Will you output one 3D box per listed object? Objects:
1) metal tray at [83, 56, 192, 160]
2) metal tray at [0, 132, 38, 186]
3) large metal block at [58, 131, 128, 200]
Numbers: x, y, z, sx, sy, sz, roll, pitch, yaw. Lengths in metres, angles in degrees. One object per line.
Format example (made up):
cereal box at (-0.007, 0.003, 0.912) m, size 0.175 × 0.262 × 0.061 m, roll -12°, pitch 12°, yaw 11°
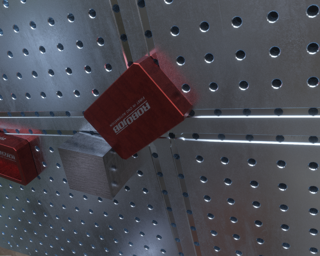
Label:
metal tray at (-0.034, -0.022, 0.412) m, size 0.090 × 0.030 × 0.130 m, roll 49°, pitch 129°, yaw -7°
metal tray at (-0.307, 0.054, 0.602) m, size 0.130 × 0.030 × 0.089 m, roll 13°, pitch 124°, yaw 21°
large metal block at (-0.102, 0.057, 0.484) m, size 0.080 × 0.050 × 0.079 m, roll 8°, pitch 122°, yaw 23°
